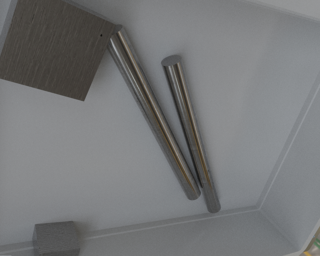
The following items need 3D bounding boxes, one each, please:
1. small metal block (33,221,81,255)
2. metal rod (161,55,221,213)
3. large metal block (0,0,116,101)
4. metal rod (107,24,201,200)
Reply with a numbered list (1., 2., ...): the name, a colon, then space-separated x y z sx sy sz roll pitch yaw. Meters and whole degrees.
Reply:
1. small metal block: -0.139 0.153 0.412 0.050 0.050 0.025 4 116 -31
2. metal rod: 0.055 0.030 0.459 0.025 0.025 0.299 -29 129 -11
3. large metal block: -0.100 -0.080 0.289 0.081 0.050 0.080 15 111 -35
4. metal rod: 0.002 0.004 0.413 0.025 0.025 0.299 -33 129 -7
